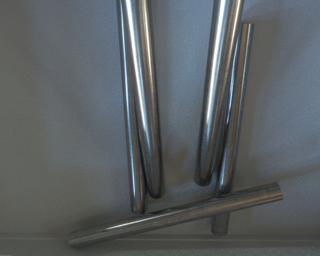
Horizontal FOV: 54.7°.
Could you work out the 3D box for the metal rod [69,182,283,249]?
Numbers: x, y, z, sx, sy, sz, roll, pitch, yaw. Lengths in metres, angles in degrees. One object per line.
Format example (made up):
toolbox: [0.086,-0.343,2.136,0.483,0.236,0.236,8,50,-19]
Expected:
metal rod: [0.016,0.124,0.433,0.301,0.025,0.025,-16,110,8]

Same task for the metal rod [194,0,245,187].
metal rod: [0.059,-0.031,0.334,0.025,0.025,0.298,-1,136,0]

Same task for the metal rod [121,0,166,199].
metal rod: [-0.013,-0.016,0.344,0.025,0.025,0.298,-3,134,1]

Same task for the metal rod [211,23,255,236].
metal rod: [0.094,0.016,0.417,0.025,0.025,0.298,2,110,-1]

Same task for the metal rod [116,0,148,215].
metal rod: [-0.034,-0.020,0.403,0.025,0.025,0.298,-2,110,0]
